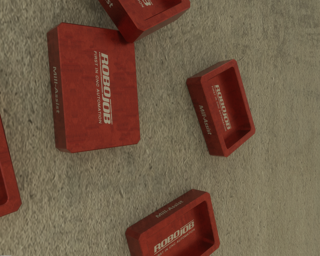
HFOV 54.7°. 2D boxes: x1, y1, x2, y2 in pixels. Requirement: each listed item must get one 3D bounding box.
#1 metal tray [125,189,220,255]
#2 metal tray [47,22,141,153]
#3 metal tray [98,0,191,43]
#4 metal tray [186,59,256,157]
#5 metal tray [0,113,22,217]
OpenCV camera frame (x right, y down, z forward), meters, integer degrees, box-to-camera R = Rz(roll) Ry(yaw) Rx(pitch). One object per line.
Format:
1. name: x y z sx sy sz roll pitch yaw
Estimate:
1. metal tray: 0.023 0.150 0.420 0.131 0.030 0.089 -21 104 -38
2. metal tray: -0.070 -0.042 0.342 0.091 0.030 0.129 -6 94 -40
3. metal tray: -0.034 -0.171 0.348 0.091 0.030 0.130 -39 98 -33
4. metal tray: 0.098 -0.031 0.483 0.091 0.030 0.129 -32 110 -35
5. metal tray: -0.177 0.019 0.252 0.091 0.030 0.129 -16 100 -39
